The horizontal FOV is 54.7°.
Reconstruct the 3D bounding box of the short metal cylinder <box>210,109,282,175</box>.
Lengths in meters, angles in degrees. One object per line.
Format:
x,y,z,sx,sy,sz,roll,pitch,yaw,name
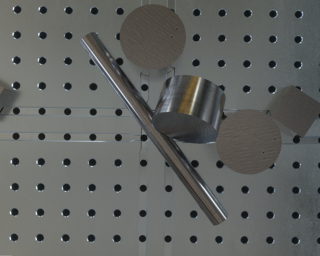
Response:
0.108,0.017,0.401,0.081,0.050,0.080,0,90,0,short metal cylinder

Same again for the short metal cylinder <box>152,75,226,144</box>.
0.036,-0.021,0.379,0.080,0.080,0.050,17,67,0,short metal cylinder

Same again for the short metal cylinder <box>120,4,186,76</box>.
-0.009,-0.111,0.401,0.081,0.050,0.080,0,90,0,short metal cylinder

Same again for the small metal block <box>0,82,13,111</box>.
-0.236,-0.044,0.411,0.050,0.025,0.050,32,90,0,small metal block

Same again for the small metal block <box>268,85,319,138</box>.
0.179,-0.022,0.415,0.050,0.025,0.050,34,90,0,small metal block

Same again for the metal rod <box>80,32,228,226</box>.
-0.008,0.001,0.413,0.025,0.025,0.299,-36,90,0,metal rod
